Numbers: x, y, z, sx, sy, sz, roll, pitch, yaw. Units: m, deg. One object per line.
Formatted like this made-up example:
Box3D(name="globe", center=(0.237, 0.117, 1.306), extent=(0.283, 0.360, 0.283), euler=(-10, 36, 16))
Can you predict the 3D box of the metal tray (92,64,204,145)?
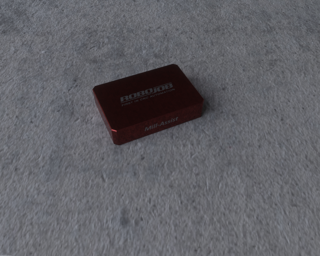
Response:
Box3D(name="metal tray", center=(-0.017, -0.037, 0.431), extent=(0.131, 0.030, 0.090), euler=(-19, 53, -16))
